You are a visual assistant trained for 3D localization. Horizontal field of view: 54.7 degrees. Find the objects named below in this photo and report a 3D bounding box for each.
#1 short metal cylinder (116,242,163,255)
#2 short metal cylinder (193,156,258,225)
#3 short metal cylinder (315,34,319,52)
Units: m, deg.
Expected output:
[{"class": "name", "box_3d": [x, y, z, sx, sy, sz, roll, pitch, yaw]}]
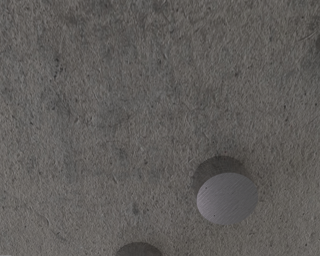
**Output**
[{"class": "short metal cylinder", "box_3d": [-0.034, 0.226, 0.479, 0.081, 0.050, 0.079, 0, 110, 0]}, {"class": "short metal cylinder", "box_3d": [0.088, 0.085, 0.428, 0.081, 0.050, 0.079, 0, 110, 0]}, {"class": "short metal cylinder", "box_3d": [0.226, -0.099, 0.346, 0.050, 0.080, 0.080, 42, 105, -14]}]
